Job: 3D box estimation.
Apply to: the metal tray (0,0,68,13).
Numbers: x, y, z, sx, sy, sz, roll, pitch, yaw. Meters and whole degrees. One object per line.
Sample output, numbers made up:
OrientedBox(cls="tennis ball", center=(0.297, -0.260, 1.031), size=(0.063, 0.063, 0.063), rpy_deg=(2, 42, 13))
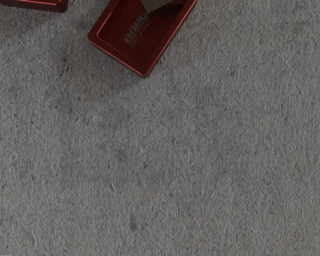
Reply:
OrientedBox(cls="metal tray", center=(-0.163, -0.225, 0.405), size=(0.091, 0.030, 0.129), rpy_deg=(7, 90, 0))

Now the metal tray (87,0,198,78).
OrientedBox(cls="metal tray", center=(-0.021, -0.143, 0.407), size=(0.090, 0.030, 0.130), rpy_deg=(33, 90, 0))

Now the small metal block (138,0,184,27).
OrientedBox(cls="small metal block", center=(0.002, -0.156, 0.385), size=(0.050, 0.050, 0.025), rpy_deg=(-29, 90, 0))
